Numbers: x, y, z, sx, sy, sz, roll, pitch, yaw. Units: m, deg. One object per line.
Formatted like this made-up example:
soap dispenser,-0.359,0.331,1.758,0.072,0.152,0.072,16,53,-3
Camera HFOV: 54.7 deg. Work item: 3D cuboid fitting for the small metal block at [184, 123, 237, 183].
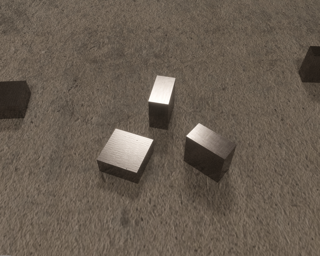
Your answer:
small metal block,0.057,0.030,0.363,0.050,0.050,0.025,32,57,23

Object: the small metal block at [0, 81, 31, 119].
small metal block,-0.215,-0.039,0.434,0.050,0.025,0.050,-3,50,-3

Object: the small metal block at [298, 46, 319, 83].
small metal block,0.247,-0.096,0.471,0.050,0.050,0.025,2,50,1

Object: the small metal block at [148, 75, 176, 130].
small metal block,0.003,-0.034,0.415,0.025,0.050,0.050,9,51,7

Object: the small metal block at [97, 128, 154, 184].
small metal block,-0.041,0.033,0.375,0.050,0.025,0.050,16,52,13
